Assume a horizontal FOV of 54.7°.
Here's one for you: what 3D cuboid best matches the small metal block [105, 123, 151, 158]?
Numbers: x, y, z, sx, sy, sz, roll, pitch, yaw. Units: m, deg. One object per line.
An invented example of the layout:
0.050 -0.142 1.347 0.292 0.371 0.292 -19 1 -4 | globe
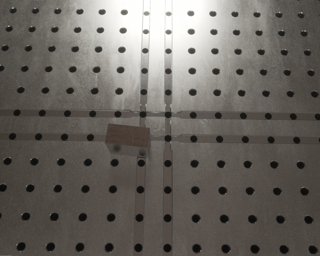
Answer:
-0.039 0.017 0.392 0.050 0.050 0.025 6 70 2 | small metal block
